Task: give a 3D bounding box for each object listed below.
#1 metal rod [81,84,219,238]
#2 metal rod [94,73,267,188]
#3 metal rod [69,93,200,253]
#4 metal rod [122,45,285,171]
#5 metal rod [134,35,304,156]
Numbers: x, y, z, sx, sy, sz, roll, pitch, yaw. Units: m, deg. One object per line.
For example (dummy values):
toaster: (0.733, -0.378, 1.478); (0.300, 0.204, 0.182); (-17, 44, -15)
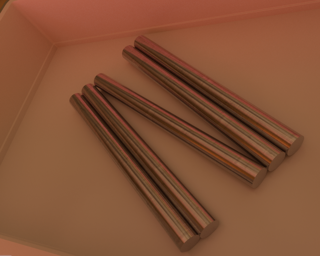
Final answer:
metal rod: (-0.032, 0.021, 0.409); (0.025, 0.025, 0.300); (-44, 51, -2)
metal rod: (0.003, -0.013, 0.411); (0.300, 0.025, 0.025); (33, 80, 38)
metal rod: (-0.052, 0.036, 0.410); (0.025, 0.025, 0.300); (-44, 51, -2)
metal rod: (0.035, -0.044, 0.413); (0.025, 0.025, 0.300); (-45, 51, -3)
metal rod: (0.054, -0.061, 0.413); (0.025, 0.025, 0.300); (-45, 51, -3)
